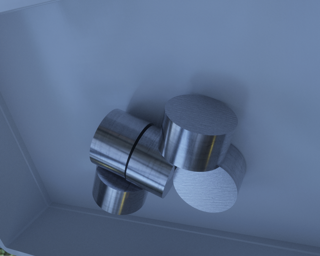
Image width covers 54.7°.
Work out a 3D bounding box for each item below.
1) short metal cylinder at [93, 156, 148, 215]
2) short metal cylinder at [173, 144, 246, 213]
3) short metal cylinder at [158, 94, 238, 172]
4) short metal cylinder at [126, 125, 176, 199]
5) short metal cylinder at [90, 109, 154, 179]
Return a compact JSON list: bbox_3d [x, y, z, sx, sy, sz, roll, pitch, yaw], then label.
[{"bbox_3d":[-0.054,0.076,0.445,0.080,0.080,0.050,26,127,11],"label":"short metal cylinder"},{"bbox_3d":[0.063,0.059,0.392,0.080,0.050,0.079,13,124,20],"label":"short metal cylinder"},{"bbox_3d":[0.041,0.004,0.351,0.080,0.080,0.050,21,126,15],"label":"short metal cylinder"},{"bbox_3d":[-0.001,0.043,0.398,0.050,0.080,0.079,24,127,13],"label":"short metal cylinder"},{"bbox_3d":[-0.048,0.021,0.407,0.050,0.080,0.079,23,127,14],"label":"short metal cylinder"}]
